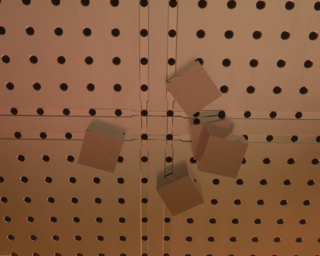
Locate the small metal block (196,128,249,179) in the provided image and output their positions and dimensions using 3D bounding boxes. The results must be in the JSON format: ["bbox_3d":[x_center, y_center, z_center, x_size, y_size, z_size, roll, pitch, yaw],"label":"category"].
[{"bbox_3d":[0.079,0.033,0.399,0.050,0.025,0.050,13,110,-5],"label":"small metal block"}]

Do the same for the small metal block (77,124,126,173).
[{"bbox_3d":[-0.079,0.028,0.423,0.050,0.025,0.050,17,109,-6],"label":"small metal block"}]

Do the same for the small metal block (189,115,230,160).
[{"bbox_3d":[0.067,0.013,0.418,0.050,0.025,0.050,-7,110,2],"label":"small metal block"}]

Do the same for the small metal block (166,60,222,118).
[{"bbox_3d":[0.042,-0.050,0.395,0.050,0.025,0.050,-35,107,12],"label":"small metal block"}]

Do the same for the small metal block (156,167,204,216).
[{"bbox_3d":[0.029,0.092,0.447,0.050,0.025,0.050,-27,108,9],"label":"small metal block"}]
